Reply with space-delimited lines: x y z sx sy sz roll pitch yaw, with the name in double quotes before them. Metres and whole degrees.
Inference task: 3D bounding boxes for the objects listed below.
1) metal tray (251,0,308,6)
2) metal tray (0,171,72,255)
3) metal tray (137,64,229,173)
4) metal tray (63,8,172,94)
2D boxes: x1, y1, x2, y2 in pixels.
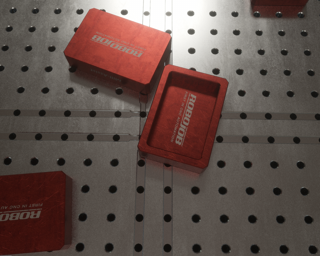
"metal tray" 0.193 -0.263 0.507 0.091 0.030 0.130 1 70 0
"metal tray" -0.175 0.103 0.369 0.131 0.030 0.090 -4 70 -2
"metal tray" 0.032 -0.014 0.414 0.090 0.030 0.130 16 71 5
"metal tray" -0.059 -0.113 0.450 0.131 0.030 0.090 21 71 7
